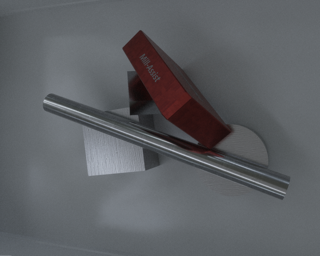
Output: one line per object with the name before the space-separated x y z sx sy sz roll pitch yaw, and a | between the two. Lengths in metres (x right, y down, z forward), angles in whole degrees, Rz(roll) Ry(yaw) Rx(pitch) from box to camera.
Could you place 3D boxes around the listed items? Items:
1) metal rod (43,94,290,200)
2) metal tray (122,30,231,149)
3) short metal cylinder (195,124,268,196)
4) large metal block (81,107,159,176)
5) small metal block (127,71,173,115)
metal rod | -0.009 0.014 0.357 0.301 0.025 0.025 19 96 18
metal tray | 0.016 -0.044 0.342 0.030 0.090 0.130 -42 47 14
short metal cylinder | 0.086 0.035 0.365 0.080 0.050 0.079 0 90 19
large metal block | -0.052 0.017 0.413 0.080 0.050 0.080 -8 87 19
small metal block | -0.013 -0.044 0.377 0.050 0.025 0.050 -3 53 -7
